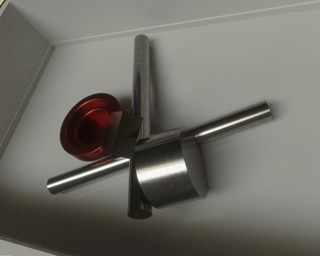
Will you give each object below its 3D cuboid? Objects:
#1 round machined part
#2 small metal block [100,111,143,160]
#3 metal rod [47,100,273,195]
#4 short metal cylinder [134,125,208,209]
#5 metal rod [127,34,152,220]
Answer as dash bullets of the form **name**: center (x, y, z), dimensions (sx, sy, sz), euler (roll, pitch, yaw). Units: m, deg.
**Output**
- **round machined part**: center (-0.087, 0.002, 0.436), dimensions (0.098, 0.042, 0.098), euler (-13, 56, 20)
- **small metal block**: center (-0.047, 0.008, 0.369), dimensions (0.050, 0.025, 0.050), euler (2, 76, 66)
- **metal rod**: center (-0.012, 0.030, 0.390), dimensions (0.301, 0.025, 0.025), euler (-20, 54, 15)
- **short metal cylinder**: center (0.014, 0.042, 0.334), dimensions (0.050, 0.080, 0.080), euler (-18, 55, 18)
- **metal rod**: center (-0.025, -0.027, 0.409), dimensions (0.025, 0.025, 0.300), euler (-18, 48, 18)
